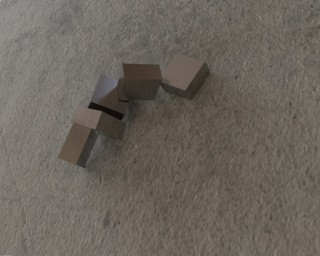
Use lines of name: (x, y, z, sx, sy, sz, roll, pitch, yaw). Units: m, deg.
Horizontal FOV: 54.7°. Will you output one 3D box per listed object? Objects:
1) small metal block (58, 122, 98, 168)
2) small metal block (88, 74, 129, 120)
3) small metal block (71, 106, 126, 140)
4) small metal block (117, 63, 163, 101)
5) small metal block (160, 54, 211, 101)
small metal block: (-0.110, 0.024, 0.421, 0.025, 0.050, 0.050, 21, 78, 3)
small metal block: (-0.071, -0.043, 0.445, 0.025, 0.050, 0.050, 133, 154, -54)
small metal block: (-0.085, -0.007, 0.430, 0.050, 0.050, 0.025, 12, 80, 36)
small metal block: (-0.029, -0.062, 0.425, 0.050, 0.050, 0.025, -2, 62, -18)
small metal block: (0.033, -0.071, 0.429, 0.050, 0.025, 0.050, 25, 75, 36)
